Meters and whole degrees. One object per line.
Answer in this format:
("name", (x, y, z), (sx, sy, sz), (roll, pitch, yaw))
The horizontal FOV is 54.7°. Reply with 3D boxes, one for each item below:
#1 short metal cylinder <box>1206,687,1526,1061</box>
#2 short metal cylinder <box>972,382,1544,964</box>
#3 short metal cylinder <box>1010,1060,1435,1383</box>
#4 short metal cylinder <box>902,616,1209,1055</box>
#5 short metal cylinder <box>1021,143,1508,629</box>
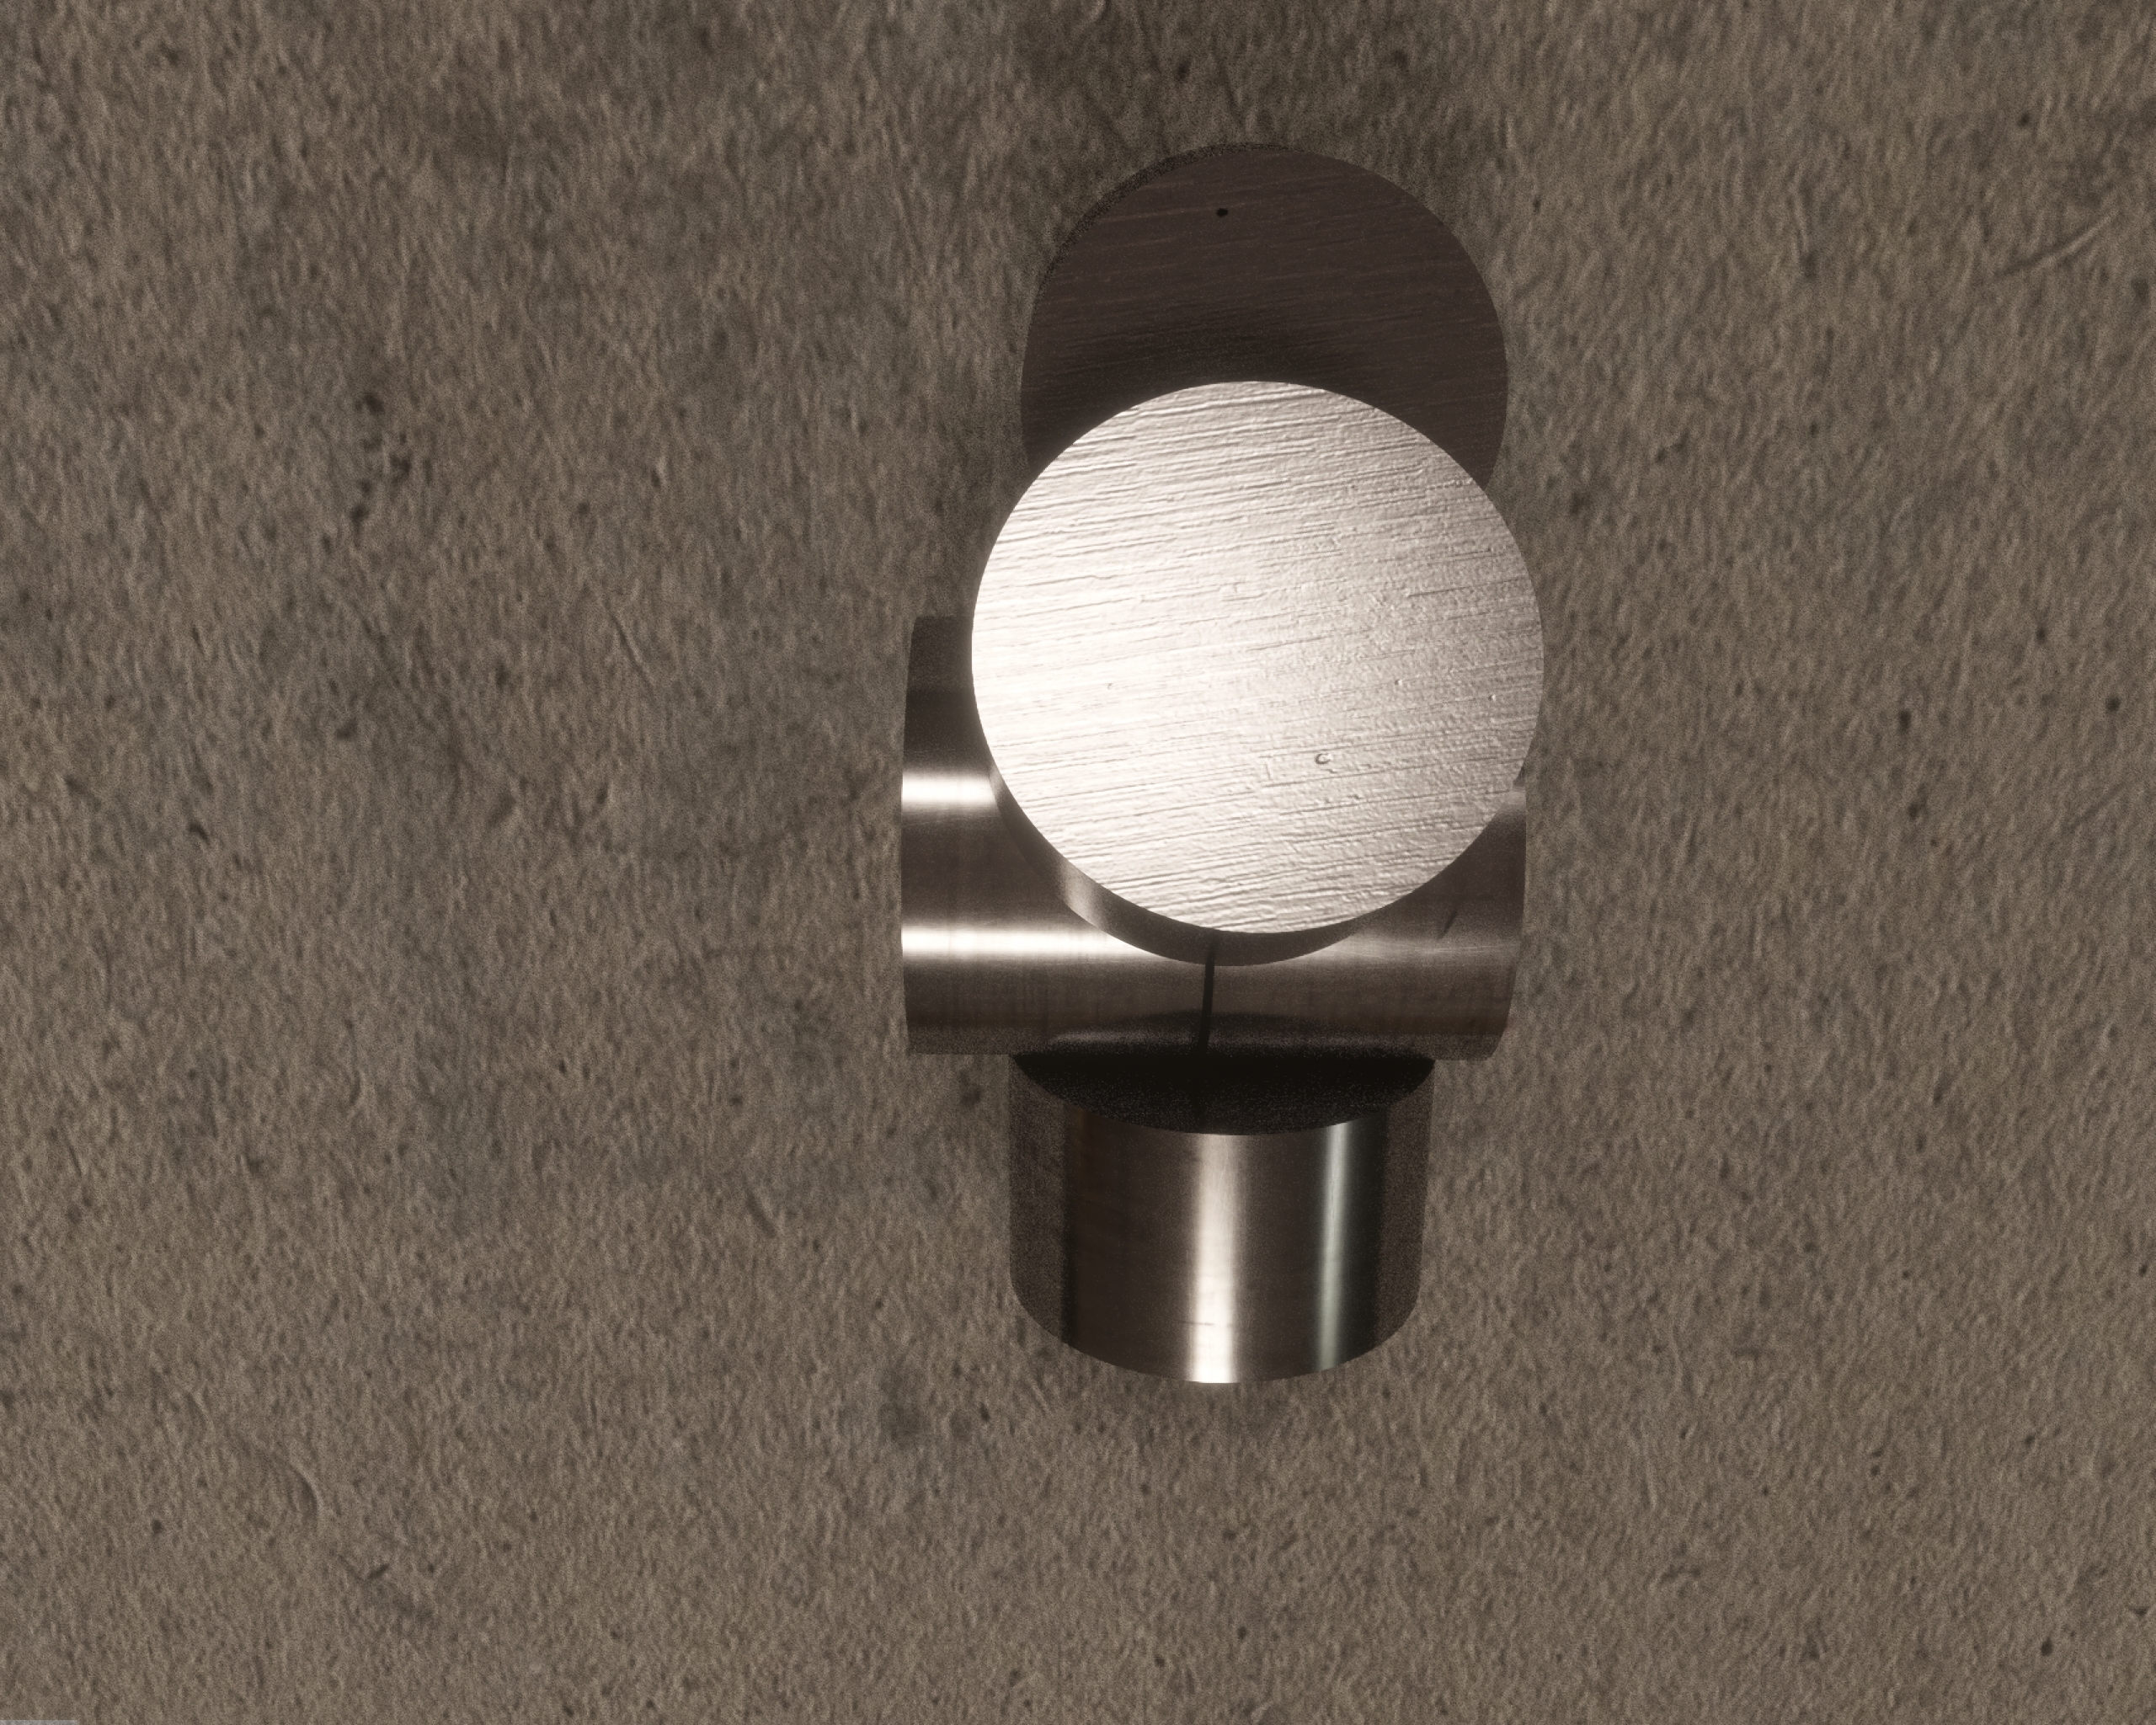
("short metal cylinder", (0.048, -0.004, 0.380), (0.050, 0.080, 0.079), (0, 110, 0))
("short metal cylinder", (0.025, -0.026, 0.318), (0.081, 0.050, 0.080), (0, 82, -1))
("short metal cylinder", (0.027, 0.056, 0.403), (0.081, 0.080, 0.050), (0, 110, -1))
("short metal cylinder", (-0.004, -0.005, 0.380), (0.050, 0.080, 0.079), (1, 110, -1))
("short metal cylinder", (0.031, -0.084, 0.368), (0.081, 0.050, 0.079), (0, 110, -1))
